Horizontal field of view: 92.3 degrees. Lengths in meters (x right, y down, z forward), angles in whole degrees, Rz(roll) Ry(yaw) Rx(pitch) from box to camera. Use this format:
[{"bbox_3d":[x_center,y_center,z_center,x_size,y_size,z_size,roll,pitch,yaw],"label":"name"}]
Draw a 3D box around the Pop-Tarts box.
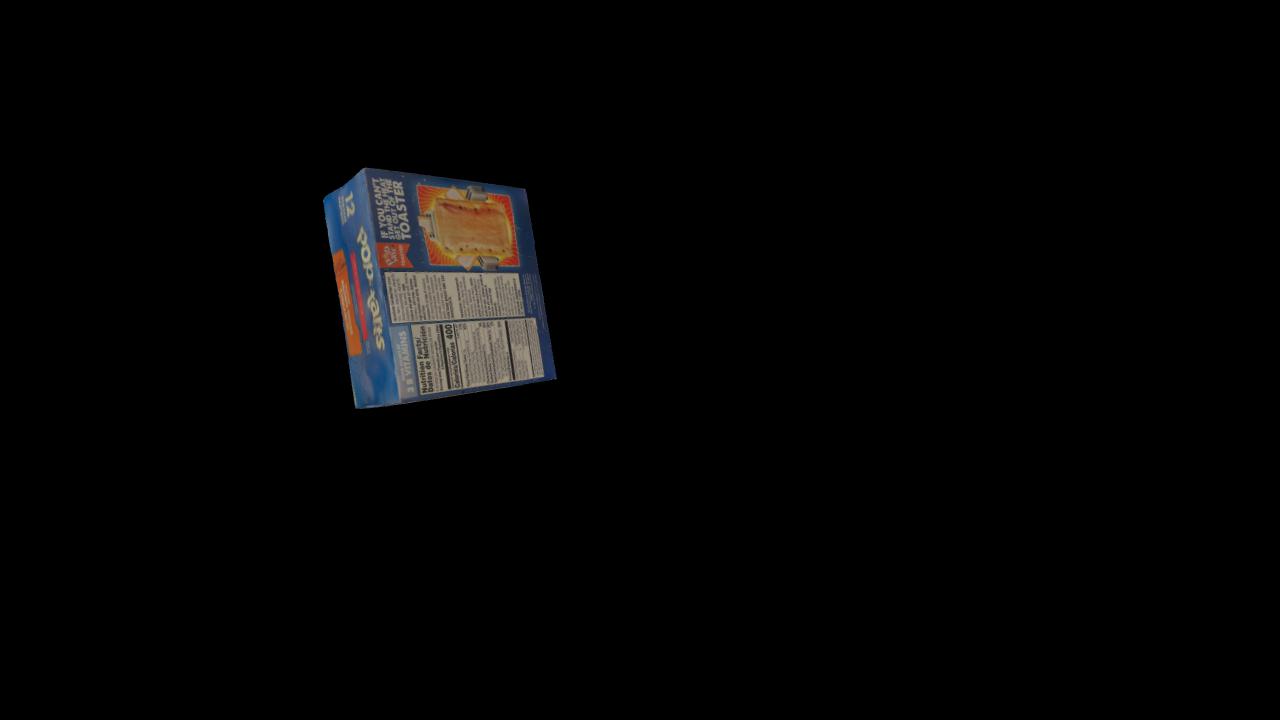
[{"bbox_3d":[-0.158,-0.054,0.497,0.083,0.167,0.141,-12,-2,43],"label":"Pop-Tarts box"}]
